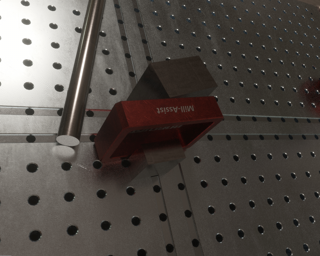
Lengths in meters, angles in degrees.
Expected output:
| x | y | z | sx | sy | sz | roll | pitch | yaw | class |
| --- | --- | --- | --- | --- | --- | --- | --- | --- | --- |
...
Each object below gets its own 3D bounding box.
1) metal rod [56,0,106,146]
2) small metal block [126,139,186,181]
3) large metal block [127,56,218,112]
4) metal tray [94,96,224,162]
| x | y | z | sx | sy | sz | roll | pitch | yaw | class |
| --- | --- | --- | --- | --- | --- | --- | --- | --- | --- |
| -0.099 | -0.113 | 0.424 | 0.025 | 0.025 | 0.299 | 15 | 56 | -20 | metal rod |
| -0.006 | 0.038 | 0.368 | 0.050 | 0.050 | 0.025 | -7 | 66 | -32 | small metal block |
| 0.015 | -0.046 | 0.411 | 0.081 | 0.080 | 0.050 | -17 | 71 | -35 | large metal block |
| -0.002 | 0.001 | 0.366 | 0.131 | 0.090 | 0.030 | -6 | 65 | -31 | metal tray |
